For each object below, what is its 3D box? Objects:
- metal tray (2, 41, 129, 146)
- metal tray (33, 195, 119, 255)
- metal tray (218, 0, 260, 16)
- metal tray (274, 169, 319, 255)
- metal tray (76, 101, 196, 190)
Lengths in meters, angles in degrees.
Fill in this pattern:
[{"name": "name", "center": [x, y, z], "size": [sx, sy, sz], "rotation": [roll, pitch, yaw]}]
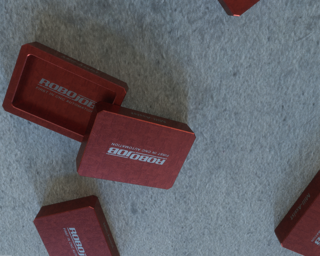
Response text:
[{"name": "metal tray", "center": [-0.117, -0.040, 0.390], "size": [0.131, 0.030, 0.089], "rotation": [24, 108, -9]}, {"name": "metal tray", "center": [-0.121, 0.172, 0.469], "size": [0.090, 0.030, 0.129], "rotation": [-14, 110, 4]}, {"name": "metal tray", "center": [0.108, -0.198, 0.336], "size": [0.130, 0.030, 0.090], "rotation": [-37, 107, 12]}, {"name": "metal tray", "center": [0.246, 0.133, 0.460], "size": [0.090, 0.030, 0.129], "rotation": [24, 108, -9]}, {"name": "metal tray", "center": [-0.030, 0.026, 0.396], "size": [0.131, 0.030, 0.089], "rotation": [14, 111, -24]}]
